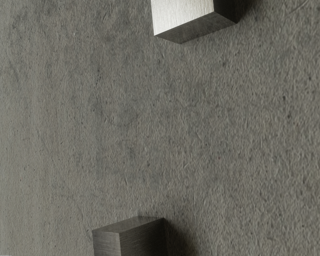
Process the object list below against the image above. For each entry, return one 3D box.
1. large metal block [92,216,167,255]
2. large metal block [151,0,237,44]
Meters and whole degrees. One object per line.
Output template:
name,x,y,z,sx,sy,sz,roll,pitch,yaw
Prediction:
large metal block,-0.036,0.164,0.399,0.050,0.081,0.080,-11,83,39
large metal block,0.036,-0.152,0.359,0.080,0.050,0.080,-9,84,39
